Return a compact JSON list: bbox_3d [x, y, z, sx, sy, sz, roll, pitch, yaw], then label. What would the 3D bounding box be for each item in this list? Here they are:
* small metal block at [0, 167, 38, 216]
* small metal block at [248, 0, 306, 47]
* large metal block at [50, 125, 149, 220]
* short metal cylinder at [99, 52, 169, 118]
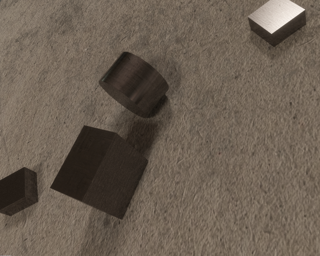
[{"bbox_3d":[-0.209,0.093,0.454,0.050,0.025,0.050,-28,52,10],"label":"small metal block"},{"bbox_3d":[0.154,-0.143,0.410,0.050,0.025,0.050,-36,51,4],"label":"small metal block"},{"bbox_3d":[-0.067,0.054,0.369,0.050,0.080,0.080,11,68,33],"label":"large metal block"},{"bbox_3d":[-0.035,-0.057,0.421,0.080,0.080,0.050,29,78,37],"label":"short metal cylinder"}]
